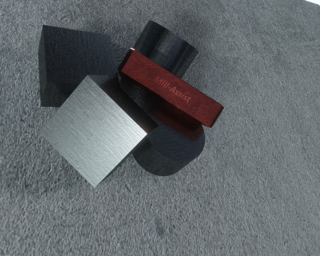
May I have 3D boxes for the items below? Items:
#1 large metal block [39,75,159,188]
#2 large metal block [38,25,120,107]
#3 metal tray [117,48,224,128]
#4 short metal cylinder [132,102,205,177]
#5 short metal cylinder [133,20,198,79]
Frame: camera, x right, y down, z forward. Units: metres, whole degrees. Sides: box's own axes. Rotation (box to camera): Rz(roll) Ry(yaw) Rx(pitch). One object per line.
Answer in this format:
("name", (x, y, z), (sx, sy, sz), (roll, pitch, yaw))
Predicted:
("large metal block", (-0.062, 0.001, 0.327), (0.080, 0.080, 0.050), (45, 15, 2))
("large metal block", (-0.101, -0.071, 0.376), (0.081, 0.050, 0.080), (1, 61, -28))
("metal tray", (0.010, -0.049, 0.400), (0.130, 0.090, 0.030), (31, 92, -8))
("short metal cylinder", (0.009, 0.014, 0.386), (0.081, 0.050, 0.080), (14, 56, -21))
("short metal cylinder", (0.006, -0.106, 0.432), (0.080, 0.050, 0.080), (31, 11, -6))
